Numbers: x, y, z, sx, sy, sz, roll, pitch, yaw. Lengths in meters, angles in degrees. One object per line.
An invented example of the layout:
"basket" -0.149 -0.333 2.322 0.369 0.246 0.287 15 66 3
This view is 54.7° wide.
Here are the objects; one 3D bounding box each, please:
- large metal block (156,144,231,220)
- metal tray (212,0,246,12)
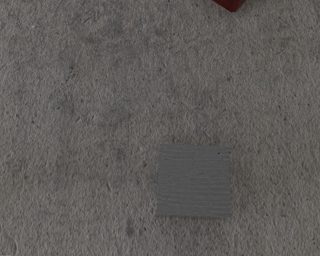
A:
"large metal block" 0.038 0.066 0.371 0.080 0.050 0.080 2 70 1
"metal tray" 0.095 -0.256 0.500 0.130 0.030 0.090 38 74 12
